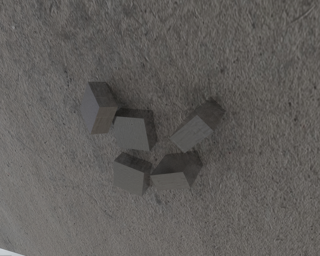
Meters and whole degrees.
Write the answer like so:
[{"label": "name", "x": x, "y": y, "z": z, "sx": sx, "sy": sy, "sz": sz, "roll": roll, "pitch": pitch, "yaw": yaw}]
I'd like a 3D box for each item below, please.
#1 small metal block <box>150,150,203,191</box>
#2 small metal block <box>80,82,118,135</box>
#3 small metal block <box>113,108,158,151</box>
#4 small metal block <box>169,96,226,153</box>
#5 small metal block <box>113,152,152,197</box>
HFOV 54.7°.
[{"label": "small metal block", "x": 0.023, "y": 0.057, "z": 0.414, "sx": 0.050, "sy": 0.050, "sz": 0.025, "roll": -12, "pitch": 112, "yaw": 33}, {"label": "small metal block", "x": -0.084, "y": -0.027, "z": 0.418, "sx": 0.050, "sy": 0.025, "sz": 0.050, "roll": 59, "pitch": 138, "yaw": 34}, {"label": "small metal block", "x": -0.035, "y": 0.002, "z": 0.426, "sx": 0.050, "sy": 0.025, "sz": 0.050, "roll": 5, "pitch": 121, "yaw": 25}, {"label": "small metal block", "x": 0.045, "y": -0.004, "z": 0.365, "sx": 0.025, "sy": 0.050, "sz": 0.050, "roll": 45, "pitch": 129, "yaw": -3}, {"label": "small metal block", "x": -0.043, "y": 0.071, "z": 0.473, "sx": 0.050, "sy": 0.025, "sz": 0.050, "roll": 19, "pitch": 126, "yaw": 17}]
